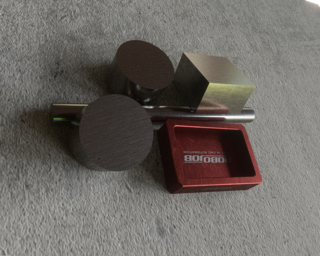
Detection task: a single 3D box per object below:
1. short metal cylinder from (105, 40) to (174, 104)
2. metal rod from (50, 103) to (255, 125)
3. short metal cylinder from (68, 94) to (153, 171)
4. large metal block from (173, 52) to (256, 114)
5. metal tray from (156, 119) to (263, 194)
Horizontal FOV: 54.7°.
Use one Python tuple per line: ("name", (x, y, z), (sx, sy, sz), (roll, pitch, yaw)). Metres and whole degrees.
("short metal cylinder", (-0.028, -0.071, 0.417), (0.081, 0.050, 0.080), (14, 56, -21))
("metal rod", (0.010, -0.018, 0.423), (0.303, 0.025, 0.025), (-1, 62, -29))
("short metal cylinder", (-0.055, 0.007, 0.339), (0.081, 0.050, 0.080), (5, 80, -28))
("large metal block", (0.076, -0.065, 0.454), (0.081, 0.050, 0.080), (-1, 41, -29))
("metal tray", (0.066, 0.037, 0.414), (0.131, 0.030, 0.090), (3, 60, -27))
